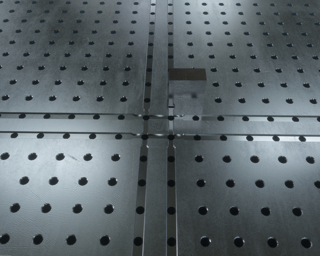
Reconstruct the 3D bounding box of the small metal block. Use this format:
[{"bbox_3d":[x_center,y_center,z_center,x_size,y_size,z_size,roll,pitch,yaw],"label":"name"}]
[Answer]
[{"bbox_3d":[0.038,-0.057,0.440,0.050,0.050,0.025,0,50,0],"label":"small metal block"}]
